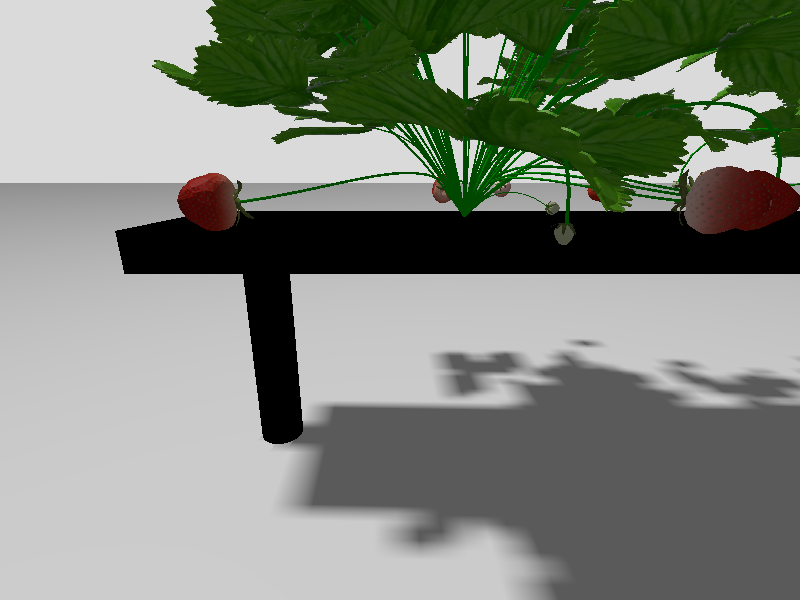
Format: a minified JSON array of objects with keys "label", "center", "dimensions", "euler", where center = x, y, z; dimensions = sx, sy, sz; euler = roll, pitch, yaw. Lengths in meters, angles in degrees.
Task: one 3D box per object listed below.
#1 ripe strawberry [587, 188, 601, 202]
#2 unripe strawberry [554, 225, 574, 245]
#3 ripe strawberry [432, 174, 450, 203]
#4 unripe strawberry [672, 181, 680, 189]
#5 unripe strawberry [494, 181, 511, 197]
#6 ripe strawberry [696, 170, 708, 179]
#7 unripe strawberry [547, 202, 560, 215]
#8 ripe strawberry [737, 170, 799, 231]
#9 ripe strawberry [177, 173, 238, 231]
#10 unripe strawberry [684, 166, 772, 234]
[{"label":"ripe strawberry","center":[0.257,-0.139,0.516],"dimensions":[0.027,0.029,0.030],"euler":[18,-16,45]},{"label":"unripe strawberry","center":[0.076,-0.030,0.186],"dimensions":[0.009,0.010,0.010],"euler":[-2,18,-7]},{"label":"ripe strawberry","center":[0.054,-0.136,0.488],"dimensions":[0.029,0.033,0.032],"euler":[0,17,-1]},{"label":"unripe strawberry","center":[0.339,-0.140,0.491],"dimensions":[0.010,0.010,0.009],"euler":[16,24,42]},{"label":"unripe strawberry","center":[0.149,-0.162,0.582],"dimensions":[0.025,0.028,0.027],"euler":[6,-21,19]},{"label":"ripe strawberry","center":[0.282,-0.097,0.358],"dimensions":[0.037,0.039,0.034],"euler":[-1,18,-5]},{"label":"unripe strawberry","center":[0.135,-0.080,0.351],"dimensions":[0.011,0.011,0.010],"euler":[6,17,-9]},{"label":"ripe strawberry","center":[0.238,-0.065,0.264],"dimensions":[0.040,0.039,0.037],"euler":[8,19,22]},{"label":"ripe strawberry","center":[-0.121,-0.062,0.252],"dimensions":[0.034,0.036,0.031],"euler":[-10,20,-26]},{"label":"unripe strawberry","center":[0.189,-0.057,0.231],"dimensions":[0.039,0.039,0.043],"euler":[15,23,38]}]
